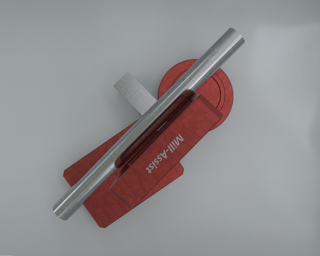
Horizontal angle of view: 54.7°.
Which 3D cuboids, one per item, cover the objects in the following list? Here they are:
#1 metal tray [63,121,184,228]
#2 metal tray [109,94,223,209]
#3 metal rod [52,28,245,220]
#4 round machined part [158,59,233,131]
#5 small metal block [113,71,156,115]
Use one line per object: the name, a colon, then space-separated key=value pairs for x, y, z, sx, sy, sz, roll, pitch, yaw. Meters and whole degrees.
metal tray: x=-0.046 y=0.056 z=0.407 sx=0.130 sy=0.030 sz=0.090 roll=-35 pitch=90 yaw=-1
metal tray: x=0.006 y=0.020 z=0.340 sx=0.030 sy=0.090 sz=0.130 roll=43 pitch=96 yaw=-3
metal rod: x=-0.016 y=-0.002 z=0.371 sx=0.025 sy=0.025 sz=0.300 roll=45 pitch=94 yaw=-1
round machined part: x=0.046 y=-0.041 z=0.402 sx=0.099 sy=0.042 sz=0.097 roll=0 pitch=90 yaw=-1
small metal block: x=-0.030 y=-0.042 z=0.397 sx=0.025 sy=0.050 sz=0.050 roll=-45 pitch=91 yaw=0
